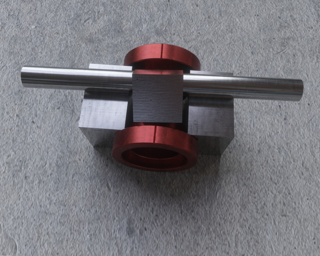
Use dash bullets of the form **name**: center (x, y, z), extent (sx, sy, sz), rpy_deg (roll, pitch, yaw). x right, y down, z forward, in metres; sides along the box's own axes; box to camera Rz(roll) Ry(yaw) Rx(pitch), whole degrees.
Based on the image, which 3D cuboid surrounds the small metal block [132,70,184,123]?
- **small metal block**: center (-0.002, -0.033, 0.322), extent (0.050, 0.025, 0.050), rpy_deg (1, 111, 2)

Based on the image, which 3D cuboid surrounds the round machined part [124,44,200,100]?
- **round machined part**: center (0.002, -0.061, 0.393), extent (0.099, 0.098, 0.042), rpy_deg (4, 71, 1)

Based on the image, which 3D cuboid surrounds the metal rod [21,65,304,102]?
- **metal rod**: center (0.002, -0.049, 0.342), extent (0.302, 0.025, 0.025), rpy_deg (3, 70, 1)

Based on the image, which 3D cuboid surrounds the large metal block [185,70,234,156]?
- **large metal block**: center (0.058, -0.015, 0.386), extent (0.050, 0.080, 0.080), rpy_deg (4, 70, 1)

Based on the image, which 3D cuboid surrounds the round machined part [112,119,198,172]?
- **round machined part**: center (-0.005, 0.017, 0.364), extent (0.099, 0.098, 0.042), rpy_deg (4, 65, 1)

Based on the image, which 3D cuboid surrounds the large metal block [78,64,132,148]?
- **large metal block**: center (-0.061, -0.023, 0.388), extent (0.050, 0.080, 0.080), rpy_deg (4, 70, 1)
